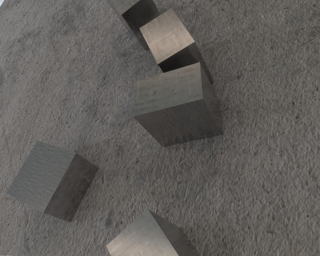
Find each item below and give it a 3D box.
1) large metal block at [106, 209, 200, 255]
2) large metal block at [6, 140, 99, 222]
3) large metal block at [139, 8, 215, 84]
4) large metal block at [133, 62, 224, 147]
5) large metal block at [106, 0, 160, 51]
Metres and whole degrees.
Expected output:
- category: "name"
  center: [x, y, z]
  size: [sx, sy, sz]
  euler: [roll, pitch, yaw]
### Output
- category: "large metal block"
  center: [0.008, 0.131, 0.284]
  size: [0.050, 0.080, 0.080]
  euler: [-42, 51, 0]
- category: "large metal block"
  center: [-0.145, 0.071, 0.421]
  size: [0.080, 0.050, 0.080]
  euler: [12, 68, 33]
- category: "large metal block"
  center: [0.023, -0.098, 0.416]
  size: [0.050, 0.080, 0.080]
  euler: [-30, 52, 9]
- category: "large metal block"
  center: [0.024, -0.024, 0.371]
  size: [0.080, 0.080, 0.050]
  euler: [-13, 56, 21]
- category: "large metal block"
  center: [-0.037, -0.185, 0.502]
  size: [0.050, 0.080, 0.080]
  euler: [-38, 51, 3]
